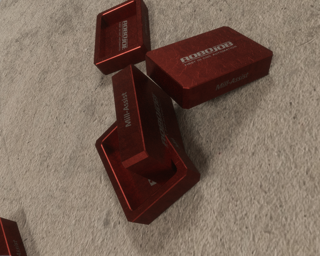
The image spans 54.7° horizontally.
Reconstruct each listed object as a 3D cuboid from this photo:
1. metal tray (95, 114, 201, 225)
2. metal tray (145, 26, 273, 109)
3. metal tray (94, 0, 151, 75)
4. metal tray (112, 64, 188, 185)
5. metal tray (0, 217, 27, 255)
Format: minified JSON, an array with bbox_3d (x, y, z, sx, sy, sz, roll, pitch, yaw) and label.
[{"bbox_3d":[-0.021,0.037,0.375,0.090,0.030,0.130,-44,50,13],"label":"metal tray"},{"bbox_3d":[0.059,-0.080,0.383,0.131,0.030,0.090,-24,48,-21],"label":"metal tray"},{"bbox_3d":[-0.065,-0.160,0.530,0.090,0.030,0.130,-17,55,18],"label":"metal tray"},{"bbox_3d":[-0.011,-0.002,0.365,0.030,0.090,0.130,-29,51,23],"label":"metal tray"},{"bbox_3d":[-0.213,0.192,0.392,0.090,0.030,0.130,-42,51,-1],"label":"metal tray"}]
